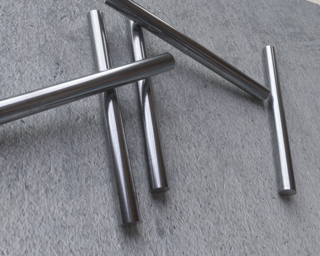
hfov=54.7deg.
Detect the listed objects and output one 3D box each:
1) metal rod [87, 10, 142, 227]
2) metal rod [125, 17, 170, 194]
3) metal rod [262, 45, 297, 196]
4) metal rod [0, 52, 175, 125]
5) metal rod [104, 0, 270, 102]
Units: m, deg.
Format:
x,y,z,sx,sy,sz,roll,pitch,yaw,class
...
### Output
x,y,z,sx,sy,sz,roll,pitch,yaw,class
-0.063,-0.031,0.388,0.025,0.025,0.299,1,61,-28,metal rod
-0.023,-0.059,0.427,0.025,0.025,0.299,5,60,-26,metal rod
0.199,-0.030,0.528,0.025,0.025,0.300,19,54,-17,metal rod
-0.109,-0.038,0.344,0.302,0.025,0.025,-23,74,-29,metal rod
0.054,-0.122,0.486,0.301,0.025,0.025,27,52,-19,metal rod
